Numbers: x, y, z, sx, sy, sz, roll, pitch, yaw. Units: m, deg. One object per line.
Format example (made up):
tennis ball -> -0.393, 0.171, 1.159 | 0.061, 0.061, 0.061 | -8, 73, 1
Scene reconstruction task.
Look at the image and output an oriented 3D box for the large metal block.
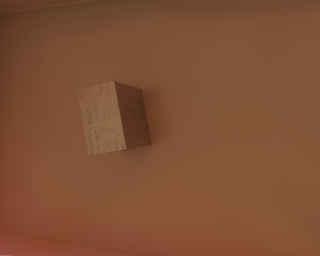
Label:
large metal block -> -0.055, -0.011, 0.400 | 0.050, 0.080, 0.080 | -12, 86, 19
